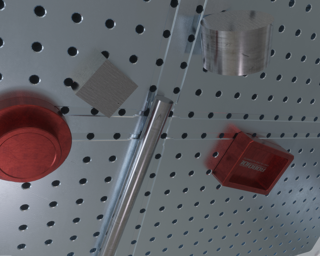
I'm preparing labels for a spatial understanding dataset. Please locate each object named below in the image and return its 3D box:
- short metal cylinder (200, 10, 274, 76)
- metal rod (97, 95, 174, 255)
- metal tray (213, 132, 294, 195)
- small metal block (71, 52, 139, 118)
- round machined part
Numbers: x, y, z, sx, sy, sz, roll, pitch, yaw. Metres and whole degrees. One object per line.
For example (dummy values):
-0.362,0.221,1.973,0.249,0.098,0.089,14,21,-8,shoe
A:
0.089,-0.101,0.362,0.081,0.080,0.050,-19,126,-17,short metal cylinder
-0.044,0.094,0.445,0.025,0.025,0.298,7,115,-32,metal rod
0.164,0.065,0.538,0.131,0.030,0.090,18,109,-35,metal tray
-0.062,-0.047,0.348,0.050,0.025,0.050,-47,129,5,small metal block
-0.145,0.020,0.333,0.099,0.042,0.097,-14,124,-21,round machined part
